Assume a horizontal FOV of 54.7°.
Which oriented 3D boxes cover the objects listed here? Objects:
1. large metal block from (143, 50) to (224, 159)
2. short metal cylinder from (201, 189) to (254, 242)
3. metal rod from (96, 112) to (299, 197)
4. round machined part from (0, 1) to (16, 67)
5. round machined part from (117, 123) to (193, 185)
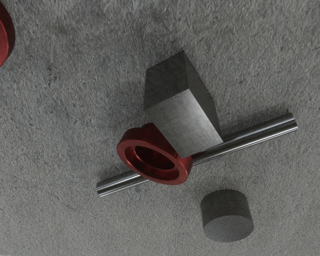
[{"bbox_3d":[0.026,-0.027,0.348,0.050,0.080,0.080,-25,126,19],"label":"large metal block"},{"bbox_3d":[0.111,0.147,0.517,0.081,0.050,0.079,0,130,0],"label":"short metal cylinder"},{"bbox_3d":[0.041,0.044,0.444,0.300,0.025,0.025,-22,127,17],"label":"metal rod"},{"bbox_3d":[-0.194,-0.103,0.306,0.099,0.042,0.097,0,130,0],"label":"round machined part"},{"bbox_3d":[-0.003,0.030,0.405,0.098,0.042,0.098,18,147,13],"label":"round machined part"}]
